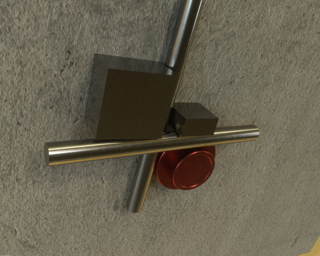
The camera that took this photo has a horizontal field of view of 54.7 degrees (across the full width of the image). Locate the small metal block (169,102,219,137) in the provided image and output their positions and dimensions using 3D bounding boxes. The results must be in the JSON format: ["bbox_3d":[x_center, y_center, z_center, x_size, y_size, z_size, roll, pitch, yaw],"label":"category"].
[{"bbox_3d":[0.040,-0.013,0.408,0.050,0.050,0.025,-2,119,-28],"label":"small metal block"}]

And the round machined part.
[{"bbox_3d":[0.040,0.052,0.452,0.099,0.042,0.097,-14,125,-21],"label":"round machined part"}]

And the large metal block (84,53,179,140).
[{"bbox_3d":[-0.035,-0.034,0.352,0.081,0.050,0.079,1,118,-29],"label":"large metal block"}]

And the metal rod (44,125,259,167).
[{"bbox_3d":[0.013,0.017,0.395,0.303,0.025,0.025,-4,121,-31],"label":"metal rod"}]

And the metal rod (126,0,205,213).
[{"bbox_3d":[-0.001,-0.013,0.402,0.025,0.025,0.298,2,118,-30],"label":"metal rod"}]
